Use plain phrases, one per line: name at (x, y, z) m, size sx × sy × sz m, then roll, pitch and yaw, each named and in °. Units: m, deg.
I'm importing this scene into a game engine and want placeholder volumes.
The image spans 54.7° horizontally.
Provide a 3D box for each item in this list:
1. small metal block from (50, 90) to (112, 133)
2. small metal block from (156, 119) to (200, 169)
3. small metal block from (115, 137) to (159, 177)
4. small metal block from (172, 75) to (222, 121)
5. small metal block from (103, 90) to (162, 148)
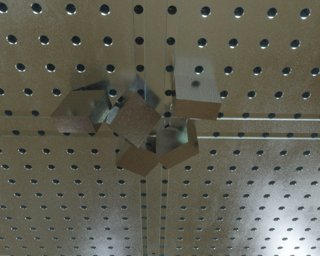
small metal block at (-0.092, -0.020, 0.369) m, size 0.050 × 0.050 × 0.025 m, roll 1°, pitch 132°, yaw 19°
small metal block at (0.022, 0.020, 0.412) m, size 0.050 × 0.050 × 0.025 m, roll -30°, pitch 124°, yaw 23°
small metal block at (-0.029, 0.038, 0.444) m, size 0.050 × 0.025 × 0.050 m, roll 26°, pitch 125°, yaw -21°
small metal block at (0.041, -0.036, 0.365) m, size 0.050 × 0.050 × 0.025 m, roll 5°, pitch 130°, yaw -5°
small metal block at (-0.035, -0.011, 0.384) m, size 0.050 × 0.025 × 0.050 m, roll 43°, pitch 76°, yaw -31°
